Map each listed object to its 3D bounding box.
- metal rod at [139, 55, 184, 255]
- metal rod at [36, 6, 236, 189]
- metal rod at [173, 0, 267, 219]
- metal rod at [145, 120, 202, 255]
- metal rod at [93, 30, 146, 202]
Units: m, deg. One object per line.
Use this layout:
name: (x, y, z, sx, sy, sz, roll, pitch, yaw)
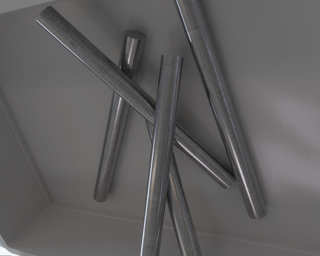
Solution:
metal rod: (-0.003, 0.066, 0.371, 0.025, 0.025, 0.298, 12, 103, 22)
metal rod: (-0.019, -0.028, 0.375, 0.300, 0.025, 0.025, 42, 130, -11)
metal rod: (0.074, -0.017, 0.358, 0.025, 0.025, 0.299, -10, 114, 32)
metal rod: (0.031, 0.128, 0.379, 0.025, 0.025, 0.299, -24, 76, 36)
metal rod: (-0.066, 0.005, 0.446, 0.025, 0.025, 0.298, 27, 128, 11)
